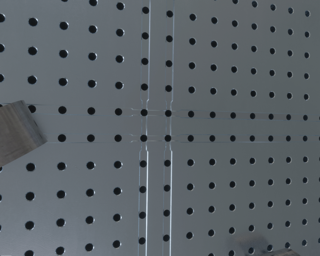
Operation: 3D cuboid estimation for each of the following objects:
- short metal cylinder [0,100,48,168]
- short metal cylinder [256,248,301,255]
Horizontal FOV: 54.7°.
[{"bbox_3d":[-0.167,0.011,0.322,0.080,0.080,0.050,-30,100,-18],"label":"short metal cylinder"},{"bbox_3d":[0.175,0.221,0.448,0.050,0.080,0.079,-5,92,-20],"label":"short metal cylinder"}]
